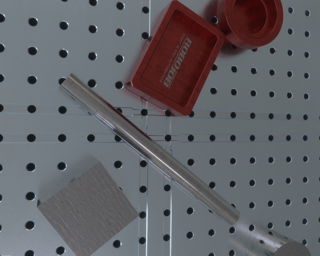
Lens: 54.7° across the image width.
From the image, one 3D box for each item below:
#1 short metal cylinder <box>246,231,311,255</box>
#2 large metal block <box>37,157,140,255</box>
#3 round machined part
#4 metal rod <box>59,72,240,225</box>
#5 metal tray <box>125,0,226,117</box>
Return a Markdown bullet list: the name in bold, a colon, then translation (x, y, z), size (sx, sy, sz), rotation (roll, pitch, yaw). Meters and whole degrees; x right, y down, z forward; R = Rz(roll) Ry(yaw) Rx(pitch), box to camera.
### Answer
- **short metal cylinder**: translation (0.179, 0.202, 0.466), size (0.081, 0.050, 0.079), rotation (0, 90, -20)
- **large metal block**: translation (-0.085, 0.093, 0.368), size (0.080, 0.050, 0.080), rotation (-37, 102, -16)
- **round machined part**: translation (0.125, -0.163, 0.449), size (0.099, 0.042, 0.097), rotation (0, 90, -20)
- **metal rod**: translation (-0.003, 0.037, 0.411), size (0.300, 0.025, 0.025), rotation (41, 77, -16)
- **metal tray**: translation (0.023, -0.091, 0.417), size (0.090, 0.030, 0.130), rotation (28, 81, -18)
